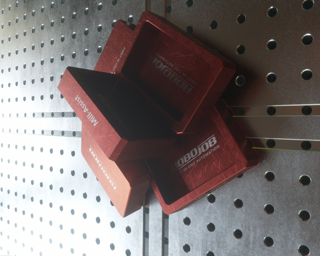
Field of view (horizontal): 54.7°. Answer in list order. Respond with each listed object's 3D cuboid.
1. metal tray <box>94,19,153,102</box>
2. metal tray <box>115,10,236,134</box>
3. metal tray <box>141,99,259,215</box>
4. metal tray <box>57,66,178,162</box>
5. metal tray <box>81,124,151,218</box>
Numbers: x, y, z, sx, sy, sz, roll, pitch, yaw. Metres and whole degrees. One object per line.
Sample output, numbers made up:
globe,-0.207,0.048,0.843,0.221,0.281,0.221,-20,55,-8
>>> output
metal tray,-0.053,-0.076,0.447,0.090,0.030,0.129,46,117,30
metal tray,0.011,-0.065,0.356,0.130,0.030,0.089,44,116,31
metal tray,0.039,0.035,0.371,0.129,0.030,0.090,-41,66,32
metal tray,-0.050,-0.019,0.366,0.130,0.091,0.030,48,119,29
metal tray,-0.068,0.049,0.435,0.130,0.030,0.089,50,145,28
